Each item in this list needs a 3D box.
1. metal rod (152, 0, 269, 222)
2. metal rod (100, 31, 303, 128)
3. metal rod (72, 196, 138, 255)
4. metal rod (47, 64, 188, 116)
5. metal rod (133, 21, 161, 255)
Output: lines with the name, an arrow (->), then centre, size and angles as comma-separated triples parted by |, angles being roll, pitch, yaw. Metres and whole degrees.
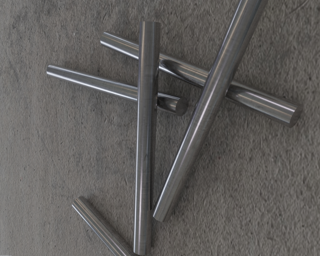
metal rod -> 0.047, -0.012, 0.338 | 0.025, 0.025, 0.298 | 39, 122, 33
metal rod -> 0.025, -0.073, 0.384 | 0.300, 0.025, 0.025 | 30, 109, 35
metal rod -> -0.033, 0.194, 0.432 | 0.300, 0.025, 0.025 | 34, 111, 34
metal rod -> -0.084, -0.066, 0.474 | 0.300, 0.025, 0.025 | 19, 102, 38
metal rod -> -0.018, 0.022, 0.395 | 0.025, 0.025, 0.298 | 12, 105, 39
